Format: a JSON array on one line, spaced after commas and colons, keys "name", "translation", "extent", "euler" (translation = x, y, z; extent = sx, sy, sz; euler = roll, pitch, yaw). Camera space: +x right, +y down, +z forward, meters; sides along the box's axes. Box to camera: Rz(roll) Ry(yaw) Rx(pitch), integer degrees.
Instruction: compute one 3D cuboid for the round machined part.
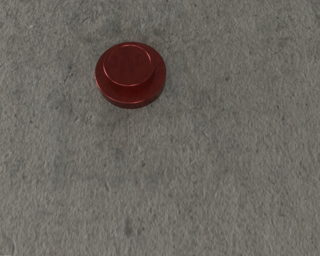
[{"name": "round machined part", "translation": [-0.041, -0.079, 0.427], "extent": [0.099, 0.042, 0.098], "euler": [0, 70, -1]}]
